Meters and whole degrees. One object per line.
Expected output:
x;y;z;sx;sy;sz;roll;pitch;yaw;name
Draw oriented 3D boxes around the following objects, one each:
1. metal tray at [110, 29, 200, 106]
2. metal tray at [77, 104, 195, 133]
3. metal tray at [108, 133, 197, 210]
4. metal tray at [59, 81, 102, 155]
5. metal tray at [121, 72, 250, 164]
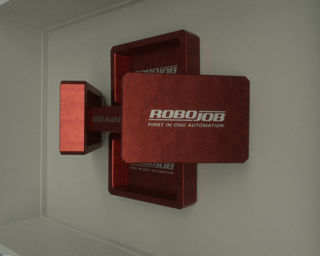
-0.010;-0.071;0.410;0.130;0.030;0.089;0;91;39;metal tray
-0.033;-0.010;0.390;0.130;0.091;0.030;1;91;39;metal tray
-0.014;0.050;0.411;0.130;0.030;0.089;1;90;39;metal tray
-0.106;-0.013;0.433;0.030;0.130;0.089;1;90;-2;metal tray
0.026;-0.009;0.324;0.030;0.131;0.089;-177;87;-82;metal tray
